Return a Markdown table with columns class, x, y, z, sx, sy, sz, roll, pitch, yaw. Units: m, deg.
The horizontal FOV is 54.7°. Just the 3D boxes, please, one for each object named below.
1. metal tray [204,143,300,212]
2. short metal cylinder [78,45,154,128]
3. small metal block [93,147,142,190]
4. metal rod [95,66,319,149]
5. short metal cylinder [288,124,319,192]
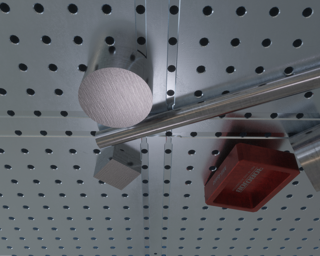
| class | x | y | z | sx | sy | sz | roll | pitch | yaw |
| --- | --- | --- | --- | --- | --- | --- | --- | --- | --- |
| metal tray | 0.131 | 0.079 | 0.464 | 0.091 | 0.030 | 0.129 | 11 | 138 | -10 |
| short metal cylinder | -0.048 | -0.047 | 0.355 | 0.081 | 0.050 | 0.079 | 0 | 130 | 0 |
| small metal block | -0.063 | 0.061 | 0.463 | 0.050 | 0.025 | 0.050 | 32 | 123 | -25 |
| metal rod | 0.059 | -0.023 | 0.392 | 0.301 | 0.025 | 0.025 | -16 | 129 | 13 |
| short metal cylinder | 0.213 | 0.038 | 0.410 | 0.050 | 0.080 | 0.080 | -28 | 125 | 21 |
